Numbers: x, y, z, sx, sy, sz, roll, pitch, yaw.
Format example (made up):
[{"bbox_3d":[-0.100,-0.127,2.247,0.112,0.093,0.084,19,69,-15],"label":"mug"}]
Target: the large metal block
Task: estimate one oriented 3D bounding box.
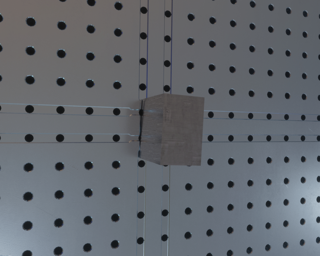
[{"bbox_3d":[0.012,0.002,0.388,0.050,0.080,0.079,4,89,-20],"label":"large metal block"}]
